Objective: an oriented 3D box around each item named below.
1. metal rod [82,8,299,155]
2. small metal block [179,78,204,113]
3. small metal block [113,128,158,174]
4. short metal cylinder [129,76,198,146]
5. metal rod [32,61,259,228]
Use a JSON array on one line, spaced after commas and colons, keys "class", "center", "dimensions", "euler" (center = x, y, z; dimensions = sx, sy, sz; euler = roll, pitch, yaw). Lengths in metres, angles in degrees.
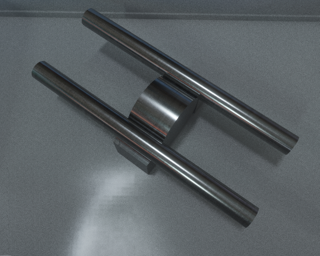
[{"class": "metal rod", "center": [0.028, -0.063, 0.378], "dimensions": [0.300, 0.025, 0.025], "euler": [34, 73, 11]}, {"class": "small metal block", "center": [0.035, -0.052, 0.414], "dimensions": [0.050, 0.050, 0.025], "euler": [35, 74, 11]}, {"class": "small metal block", "center": [-0.028, 0.028, 0.384], "dimensions": [0.050, 0.050, 0.025], "euler": [35, 74, 11]}, {"class": "short metal cylinder", "center": [0.004, -0.017, 0.385], "dimensions": [0.050, 0.080, 0.080], "euler": [35, 74, 11]}, {"class": "metal rod", "center": [-0.026, 0.011, 0.352], "dimensions": [0.300, 0.025, 0.025], "euler": [34, 73, 11]}]
